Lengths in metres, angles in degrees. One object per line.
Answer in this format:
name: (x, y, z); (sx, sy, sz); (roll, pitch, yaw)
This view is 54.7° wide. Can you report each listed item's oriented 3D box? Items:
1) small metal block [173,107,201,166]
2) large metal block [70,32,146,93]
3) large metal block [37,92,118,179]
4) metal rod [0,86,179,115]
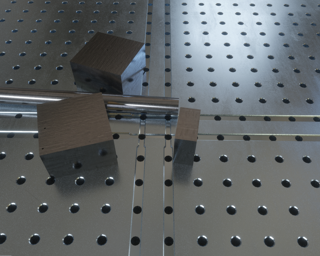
small metal block: (0.033, 0.011, 0.383); (0.025, 0.050, 0.050); (8, 51, 6)
large metal block: (-0.075, -0.095, 0.470); (0.080, 0.050, 0.080); (17, 52, 13)
large metal block: (-0.102, 0.008, 0.384); (0.081, 0.050, 0.080); (-13, 51, -11)
metal rod: (-0.125, -0.040, 0.439); (0.302, 0.025, 0.025); (4, 50, 3)
